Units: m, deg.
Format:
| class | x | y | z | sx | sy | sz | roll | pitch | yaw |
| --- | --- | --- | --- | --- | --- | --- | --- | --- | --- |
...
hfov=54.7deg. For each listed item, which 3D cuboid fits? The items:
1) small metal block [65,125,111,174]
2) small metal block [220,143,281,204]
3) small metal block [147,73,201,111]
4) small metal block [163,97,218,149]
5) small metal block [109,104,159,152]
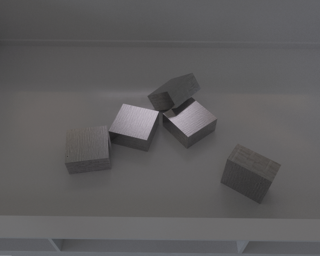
| class | x | y | z | sx | sy | sz | roll | pitch | yaw |
| --- | --- | --- | --- | --- | --- | --- | --- | --- | --- |
| small metal block | -0.088 | 0.026 | 0.382 | 0.050 | 0.025 | 0.050 | -6 | 50 | -6 |
| small metal block | 0.099 | 0.052 | 0.346 | 0.050 | 0.050 | 0.025 | 28 | 55 | 21 |
| small metal block | 0.019 | -0.049 | 0.429 | 0.050 | 0.025 | 0.050 | -39 | 18 | -28 |
| small metal block | 0.039 | -0.008 | 0.412 | 0.050 | 0.025 | 0.050 | -31 | 57 | -24 |
| small metal block | -0.033 | -0.001 | 0.406 | 0.050 | 0.025 | 0.050 | 13 | 51 | 10 |
